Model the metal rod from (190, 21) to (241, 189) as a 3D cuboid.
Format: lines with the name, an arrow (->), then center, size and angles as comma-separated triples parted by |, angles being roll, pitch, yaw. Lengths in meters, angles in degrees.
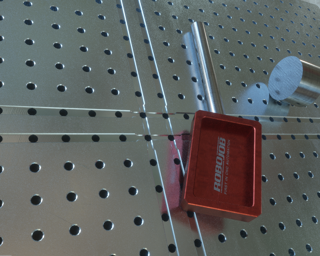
metal rod -> 0.082, -0.050, 0.482 | 0.025, 0.025, 0.299 | 7, 58, -24

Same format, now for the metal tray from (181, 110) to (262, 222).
metal tray -> 0.080, 0.045, 0.396 | 0.091, 0.030, 0.130 | 11, 60, -1

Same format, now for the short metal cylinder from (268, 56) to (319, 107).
short metal cylinder -> 0.241, -0.082, 0.552 | 0.050, 0.080, 0.080 | 14, 56, -21
